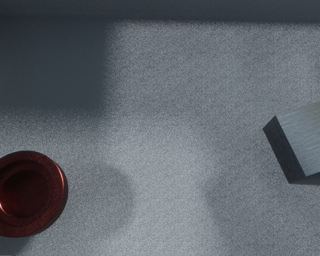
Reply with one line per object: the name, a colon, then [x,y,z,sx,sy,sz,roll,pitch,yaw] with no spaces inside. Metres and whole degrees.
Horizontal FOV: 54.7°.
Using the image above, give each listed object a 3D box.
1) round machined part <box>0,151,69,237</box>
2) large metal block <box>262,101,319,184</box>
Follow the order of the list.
round machined part: [-0.159,0.079,0.370,0.099,0.042,0.098,0,70,-1]
large metal block: [0.192,0.016,0.393,0.081,0.050,0.080,-17,71,-7]
